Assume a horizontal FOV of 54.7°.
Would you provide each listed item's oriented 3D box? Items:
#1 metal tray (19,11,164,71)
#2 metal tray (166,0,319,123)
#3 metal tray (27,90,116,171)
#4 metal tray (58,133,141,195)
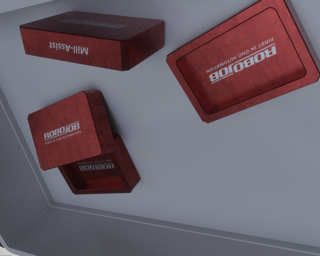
[{"bbox_3d":[-0.072,-0.100,0.342,0.130,0.090,0.030,13,124,21],"label":"metal tray"},{"bbox_3d":[0.082,-0.067,0.320,0.130,0.030,0.090,-23,106,36],"label":"metal tray"},{"bbox_3d":[-0.133,0.006,0.454,0.130,0.030,0.090,-17,88,31],"label":"metal tray"},{"bbox_3d":[-0.106,0.062,0.499,0.130,0.030,0.090,-9,114,32],"label":"metal tray"}]
